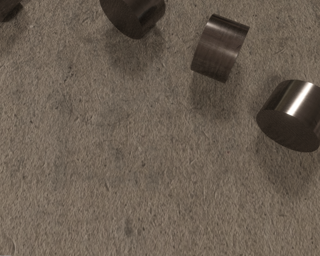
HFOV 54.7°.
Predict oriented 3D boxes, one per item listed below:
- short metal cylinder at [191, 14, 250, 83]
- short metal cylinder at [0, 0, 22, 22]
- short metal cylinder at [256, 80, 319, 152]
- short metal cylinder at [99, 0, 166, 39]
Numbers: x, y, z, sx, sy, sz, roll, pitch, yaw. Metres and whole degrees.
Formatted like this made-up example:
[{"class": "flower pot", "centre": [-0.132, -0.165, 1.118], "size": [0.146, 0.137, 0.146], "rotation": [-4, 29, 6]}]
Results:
[{"class": "short metal cylinder", "centre": [0.081, -0.106, 0.419], "size": [0.050, 0.080, 0.080], "rotation": [24, 72, 8]}, {"class": "short metal cylinder", "centre": [-0.249, -0.203, 0.450], "size": [0.080, 0.080, 0.050], "rotation": [30, 73, 10]}, {"class": "short metal cylinder", "centre": [0.170, -0.014, 0.386], "size": [0.080, 0.080, 0.050], "rotation": [35, 74, 11]}, {"class": "short metal cylinder", "centre": [-0.039, -0.175, 0.442], "size": [0.080, 0.080, 0.050], "rotation": [37, 74, 12]}]
